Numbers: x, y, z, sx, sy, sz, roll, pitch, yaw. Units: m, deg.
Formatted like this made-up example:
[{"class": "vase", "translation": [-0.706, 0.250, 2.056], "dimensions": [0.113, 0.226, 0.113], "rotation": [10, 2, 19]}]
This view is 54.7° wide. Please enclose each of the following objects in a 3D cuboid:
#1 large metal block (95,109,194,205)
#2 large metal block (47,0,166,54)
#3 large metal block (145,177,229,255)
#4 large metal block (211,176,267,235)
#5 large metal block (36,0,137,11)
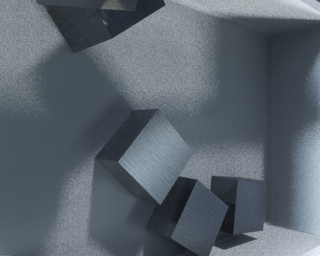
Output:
[{"class": "large metal block", "translation": [-0.017, 0.034, 0.378], "dimensions": [0.080, 0.050, 0.080], "rotation": [51, 60, -28]}, {"class": "large metal block", "translation": [-0.056, -0.126, 0.325], "dimensions": [0.080, 0.080, 0.050], "rotation": [-44, 117, -31]}, {"class": "large metal block", "translation": [0.039, 0.122, 0.426], "dimensions": [0.080, 0.050, 0.080], "rotation": [43, 64, -32]}, {"class": "large metal block", "translation": [0.125, 0.121, 0.498], "dimensions": [0.081, 0.050, 0.080], "rotation": [10, 83, -40]}, {"class": "large metal block", "translation": [-0.057, -0.143, 0.241], "dimensions": [0.081, 0.050, 0.080], "rotation": [0, 88, -10]}]
